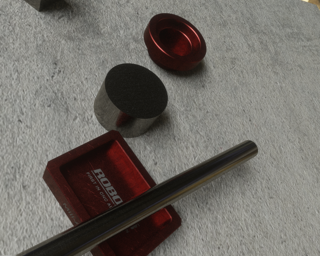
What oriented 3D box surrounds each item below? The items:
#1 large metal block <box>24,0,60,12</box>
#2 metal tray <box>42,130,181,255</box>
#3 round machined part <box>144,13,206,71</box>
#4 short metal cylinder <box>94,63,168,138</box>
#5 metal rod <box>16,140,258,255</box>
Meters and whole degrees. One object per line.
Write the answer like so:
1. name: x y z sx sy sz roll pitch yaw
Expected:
1. large metal block: -0.171 -0.220 0.411 0.080 0.080 0.050 38 51 -3
2. metal tray: -0.049 0.075 0.328 0.091 0.030 0.130 -29 78 -38
3. round machined part: 0.020 -0.128 0.483 0.099 0.042 0.098 14 56 -21
4. short metal cylinder: -0.037 -0.034 0.390 0.081 0.050 0.080 14 56 -21
5. metal rod: 0.008 0.068 0.328 0.302 0.025 0.025 -20 72 -37
